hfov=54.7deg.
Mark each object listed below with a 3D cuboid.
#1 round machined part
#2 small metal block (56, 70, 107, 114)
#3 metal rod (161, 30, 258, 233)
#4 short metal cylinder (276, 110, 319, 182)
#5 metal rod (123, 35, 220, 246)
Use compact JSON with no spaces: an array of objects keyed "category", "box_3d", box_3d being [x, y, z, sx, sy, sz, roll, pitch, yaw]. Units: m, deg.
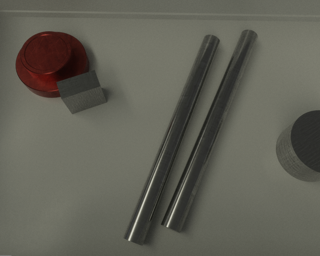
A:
[{"category":"round machined part","box_3d":[-0.153,-0.095,0.434,0.099,0.042,0.098,0,70,-1]},{"category":"small metal block","box_3d":[-0.103,-0.047,0.412,0.050,0.050,0.025,-20,72,-7]},{"category":"metal rod","box_3d":[0.073,-0.009,0.413,0.025,0.025,0.300,23,71,7]},{"category":"short metal cylinder","box_3d":[0.195,0.024,0.390,0.081,0.050,0.080,0,70,0]},{"category":"metal rod","box_3d":[0.022,0.002,0.409,0.025,0.025,0.300,20,71,7]}]
